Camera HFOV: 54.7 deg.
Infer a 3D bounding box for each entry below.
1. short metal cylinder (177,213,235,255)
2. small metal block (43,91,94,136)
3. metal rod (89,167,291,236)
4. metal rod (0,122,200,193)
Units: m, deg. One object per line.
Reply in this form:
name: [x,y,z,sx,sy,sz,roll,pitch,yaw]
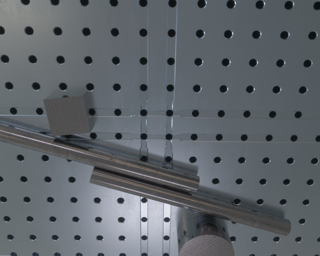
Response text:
short metal cylinder: [0.067,0.177,0.466,0.081,0.050,0.079,0,110,0]
small metal block: [-0.118,-0.019,0.405,0.050,0.025,0.050,-6,110,2]
metal rod: [0.048,0.108,0.453,0.302,0.025,0.025,17,109,-7]
metal rod: [-0.092,0.040,0.427,0.302,0.025,0.025,16,109,-6]
